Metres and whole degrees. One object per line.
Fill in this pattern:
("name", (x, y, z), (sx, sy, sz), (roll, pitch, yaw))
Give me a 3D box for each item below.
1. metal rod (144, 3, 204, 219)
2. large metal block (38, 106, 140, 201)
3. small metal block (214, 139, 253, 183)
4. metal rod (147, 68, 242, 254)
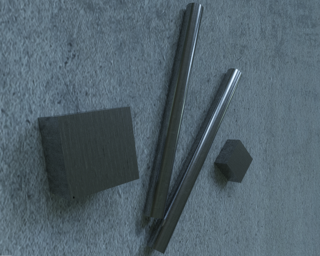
("metal rod", (0.021, -0.030, 0.424), (0.025, 0.025, 0.299), (19, 78, -39))
("large metal block", (-0.074, 0.022, 0.328), (0.081, 0.050, 0.079), (-12, 98, -40))
("small metal block", (0.122, 0.054, 0.510), (0.050, 0.025, 0.050), (51, 60, -28))
("metal rod", (0.059, 0.034, 0.456), (0.025, 0.025, 0.300), (42, 65, -33))
